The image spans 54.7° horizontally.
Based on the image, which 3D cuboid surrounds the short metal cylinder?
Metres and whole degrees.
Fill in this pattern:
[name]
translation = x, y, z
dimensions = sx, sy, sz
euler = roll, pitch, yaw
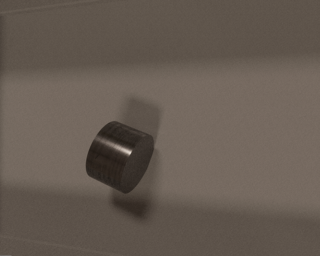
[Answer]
[short metal cylinder]
translation = -0.049, 0.037, 0.398
dimensions = 0.050, 0.080, 0.080
euler = 22, 97, 18
